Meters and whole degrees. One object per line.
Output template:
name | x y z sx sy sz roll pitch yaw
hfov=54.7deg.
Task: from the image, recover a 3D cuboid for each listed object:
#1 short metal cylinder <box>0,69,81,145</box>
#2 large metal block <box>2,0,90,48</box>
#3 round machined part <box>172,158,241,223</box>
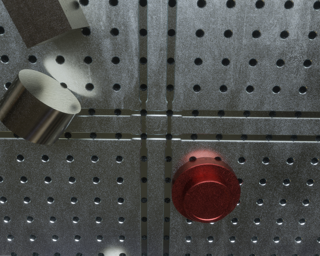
short metal cylinder | -0.144 -0.025 0.373 0.080 0.080 0.050 37 106 -13
large metal block | -0.125 -0.137 0.332 0.050 0.080 0.080 -21 109 7
round machined part | 0.066 0.095 0.440 0.099 0.042 0.097 0 110 0
